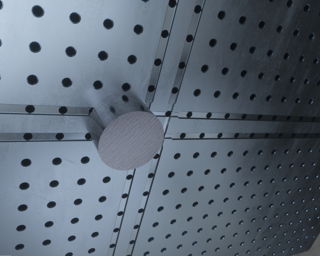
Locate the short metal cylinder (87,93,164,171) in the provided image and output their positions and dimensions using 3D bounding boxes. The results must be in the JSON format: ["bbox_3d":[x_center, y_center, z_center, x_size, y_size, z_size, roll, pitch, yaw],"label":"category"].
[{"bbox_3d":[-0.042,0.004,0.376,0.081,0.050,0.079,-14,125,-21],"label":"short metal cylinder"}]
